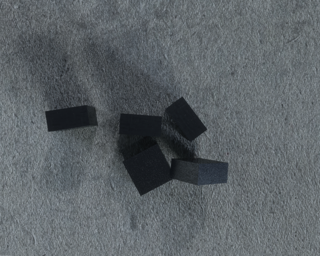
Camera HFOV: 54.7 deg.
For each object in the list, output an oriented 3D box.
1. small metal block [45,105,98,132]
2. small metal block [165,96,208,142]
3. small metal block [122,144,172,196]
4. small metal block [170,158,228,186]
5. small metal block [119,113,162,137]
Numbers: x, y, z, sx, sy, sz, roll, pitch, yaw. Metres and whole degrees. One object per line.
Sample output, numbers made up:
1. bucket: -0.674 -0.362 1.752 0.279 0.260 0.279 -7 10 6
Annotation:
1. small metal block: -0.111 -0.012 0.396 0.050 0.050 0.025 -9 90 0
2. small metal block: 0.032 -0.011 0.398 0.025 0.050 0.050 -37 90 0
3. small metal block: -0.014 0.054 0.410 0.050 0.025 0.050 -28 90 0
4. small metal block: 0.049 0.053 0.388 0.050 0.050 0.025 3 90 -37
5. small metal block: -0.023 -0.004 0.397 0.050 0.050 0.025 4 90 0
